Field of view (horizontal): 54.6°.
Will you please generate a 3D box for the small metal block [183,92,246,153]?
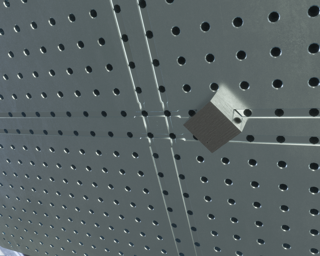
[{"bbox_3d":[0.065,-0.006,0.374,0.050,0.025,0.050,44,129,-3],"label":"small metal block"}]
